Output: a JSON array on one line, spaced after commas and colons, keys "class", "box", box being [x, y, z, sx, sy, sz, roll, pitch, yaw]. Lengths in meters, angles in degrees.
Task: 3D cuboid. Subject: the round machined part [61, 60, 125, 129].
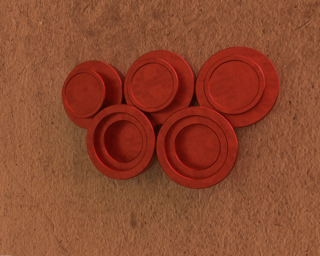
[{"class": "round machined part", "box": [-0.097, -0.047, 0.434, 0.098, 0.042, 0.097, 0, 90, 19]}]

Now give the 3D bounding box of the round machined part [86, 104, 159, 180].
[{"class": "round machined part", "box": [-0.045, 0.018, 0.416, 0.098, 0.042, 0.097, 0, 90, 19]}]

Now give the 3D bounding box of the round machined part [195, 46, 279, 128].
[{"class": "round machined part", "box": [0.090, -0.049, 0.369, 0.098, 0.042, 0.097, 0, 90, 19]}]

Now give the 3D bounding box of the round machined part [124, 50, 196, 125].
[{"class": "round machined part", "box": [-0.003, -0.053, 0.402, 0.098, 0.042, 0.097, 0, 90, 19]}]

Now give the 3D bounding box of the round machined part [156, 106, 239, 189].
[{"class": "round machined part", "box": [0.048, 0.023, 0.384, 0.098, 0.042, 0.097, 0, 90, 19]}]
